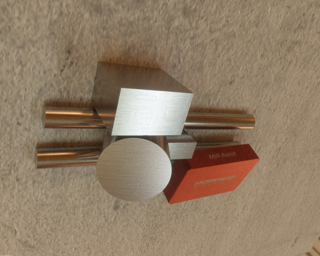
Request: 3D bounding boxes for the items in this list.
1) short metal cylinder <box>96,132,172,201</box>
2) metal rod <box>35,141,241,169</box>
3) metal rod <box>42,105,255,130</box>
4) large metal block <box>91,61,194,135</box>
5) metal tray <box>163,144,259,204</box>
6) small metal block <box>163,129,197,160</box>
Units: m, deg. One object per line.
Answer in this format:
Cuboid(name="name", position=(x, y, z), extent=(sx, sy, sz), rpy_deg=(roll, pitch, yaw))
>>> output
Cuboid(name="short metal cylinder", position=(-0.029, 0.036, 0.354), extent=(0.081, 0.050, 0.079), rpy_deg=(-1, 114, -2))
Cuboid(name="metal rod", position=(-0.009, 0.034, 0.426), extent=(0.303, 0.025, 0.025), rpy_deg=(0, 119, -29))
Cuboid(name="metal rod", position=(0.007, -0.011, 0.407), extent=(0.303, 0.025, 0.025), rpy_deg=(1, 118, -29))
Cuboid(name="large metal block", position=(-0.023, -0.033, 0.342), extent=(0.081, 0.080, 0.050), rpy_deg=(1, 118, -29))
Cuboid(name="metal tray", position=(0.077, 0.070, 0.474), extent=(0.131, 0.030, 0.089), rpy_deg=(-5, 138, -28))
Cuboid(name="small metal block", position=(0.012, 0.017, 0.411), extent=(0.050, 0.050, 0.025), rpy_deg=(1, 118, -29))
